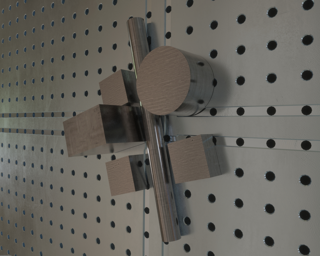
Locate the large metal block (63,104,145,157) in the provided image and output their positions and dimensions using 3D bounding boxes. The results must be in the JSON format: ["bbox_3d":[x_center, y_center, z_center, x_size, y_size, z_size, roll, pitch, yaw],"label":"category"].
[{"bbox_3d":[-0.074,0.005,0.430,0.080,0.081,0.050,-19,78,38],"label":"large metal block"}]

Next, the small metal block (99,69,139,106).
[{"bbox_3d":[-0.060,-0.052,0.456,0.050,0.025,0.050,-22,76,37],"label":"small metal block"}]

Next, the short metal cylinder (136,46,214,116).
[{"bbox_3d":[0.018,-0.055,0.376,0.080,0.050,0.079,0,90,39],"label":"short metal cylinder"}]

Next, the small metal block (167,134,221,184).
[{"bbox_3d":[0.041,0.037,0.374,0.050,0.025,0.050,-19,78,38],"label":"small metal block"}]

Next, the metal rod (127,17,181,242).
[{"bbox_3d":[-0.010,-0.004,0.415,0.025,0.025,0.298,-16,80,38],"label":"metal rod"}]

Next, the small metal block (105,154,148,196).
[{"bbox_3d":[-0.049,0.068,0.447,0.050,0.025,0.050,-20,78,38],"label":"small metal block"}]
